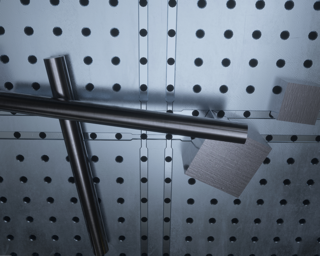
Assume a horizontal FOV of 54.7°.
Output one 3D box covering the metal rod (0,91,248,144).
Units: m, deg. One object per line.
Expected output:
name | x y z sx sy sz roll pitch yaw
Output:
metal rod | -0.050 -0.014 0.369 0.302 0.025 0.025 8 110 4

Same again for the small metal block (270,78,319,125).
small metal block | 0.179 -0.034 0.402 0.050 0.025 0.050 8 110 -3

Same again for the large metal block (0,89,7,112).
large metal block | -0.252 -0.049 0.380 0.080 0.050 0.079 -10 110 3

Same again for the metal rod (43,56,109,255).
metal rod | -0.111 0.052 0.431 0.025 0.025 0.298 -7 110 2

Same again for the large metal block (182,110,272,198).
large metal block | 0.085 0.034 0.413 0.080 0.050 0.080 25 108 -9
